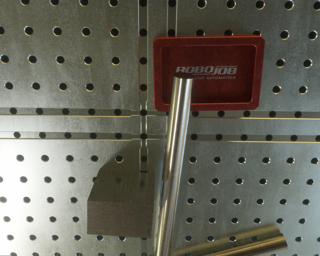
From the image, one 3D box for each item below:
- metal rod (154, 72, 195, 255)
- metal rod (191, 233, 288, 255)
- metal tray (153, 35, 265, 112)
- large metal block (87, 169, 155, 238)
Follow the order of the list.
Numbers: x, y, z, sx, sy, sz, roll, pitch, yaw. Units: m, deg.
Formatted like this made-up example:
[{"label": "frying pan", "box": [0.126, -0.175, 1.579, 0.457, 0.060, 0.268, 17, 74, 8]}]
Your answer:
[{"label": "metal rod", "box": [0.015, 0.072, 0.420, 0.025, 0.025, 0.298, 4, 117, -2]}, {"label": "metal rod", "box": [0.050, 0.218, 0.494, 0.301, 0.025, 0.025, -17, 109, 6]}, {"label": "metal tray", "box": [0.058, -0.068, 0.385, 0.131, 0.030, 0.089, -1, 110, 0]}, {"label": "large metal block", "box": [-0.050, 0.100, 0.420, 0.081, 0.080, 0.050, 4, 110, -2]}]
